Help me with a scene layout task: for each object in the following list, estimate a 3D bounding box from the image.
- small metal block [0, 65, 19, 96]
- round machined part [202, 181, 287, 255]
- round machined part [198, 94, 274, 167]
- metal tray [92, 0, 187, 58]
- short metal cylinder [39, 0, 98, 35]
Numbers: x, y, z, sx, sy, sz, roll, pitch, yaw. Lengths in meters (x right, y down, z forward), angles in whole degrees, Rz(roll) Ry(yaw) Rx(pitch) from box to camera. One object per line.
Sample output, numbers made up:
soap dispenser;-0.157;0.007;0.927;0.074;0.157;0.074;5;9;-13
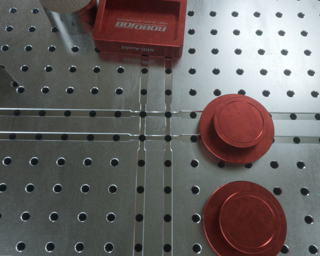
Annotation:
small metal block;-0.229;-0.078;0.424;0.025;0.050;0.050;-42;76;-14
round machined part;0.100;0.110;0.364;0.099;0.042;0.098;0;70;-1
round machined part;0.101;-0.001;0.405;0.099;0.042;0.098;0;70;-1
metal tray;-0.028;-0.157;0.465;0.131;0.030;0.090;5;70;1
short metal cylinder;-0.134;-0.188;0.466;0.081;0.050;0.080;0;70;0
